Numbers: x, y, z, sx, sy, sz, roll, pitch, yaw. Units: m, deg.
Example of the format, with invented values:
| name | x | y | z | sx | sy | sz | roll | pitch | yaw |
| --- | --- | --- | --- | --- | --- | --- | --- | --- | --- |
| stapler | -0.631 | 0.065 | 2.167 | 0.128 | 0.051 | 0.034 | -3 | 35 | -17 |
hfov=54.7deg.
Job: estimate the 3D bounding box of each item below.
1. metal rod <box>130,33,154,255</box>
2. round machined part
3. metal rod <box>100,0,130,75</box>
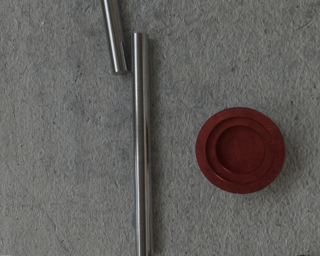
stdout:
| name | x | y | z | sx | sy | sz | roll | pitch | yaw |
| --- | --- | --- | --- | --- | --- | --- | --- | --- | --- |
| metal rod | -0.024 | 0.024 | 0.417 | 0.025 | 0.025 | 0.298 | -2 | 89 | 20 |
| round machined part | 0.095 | 0.025 | 0.366 | 0.098 | 0.042 | 0.097 | 0 | 90 | 20 |
| metal rod | -0.079 | -0.222 | 0.436 | 0.025 | 0.025 | 0.298 | -11 | 86 | 19 |
